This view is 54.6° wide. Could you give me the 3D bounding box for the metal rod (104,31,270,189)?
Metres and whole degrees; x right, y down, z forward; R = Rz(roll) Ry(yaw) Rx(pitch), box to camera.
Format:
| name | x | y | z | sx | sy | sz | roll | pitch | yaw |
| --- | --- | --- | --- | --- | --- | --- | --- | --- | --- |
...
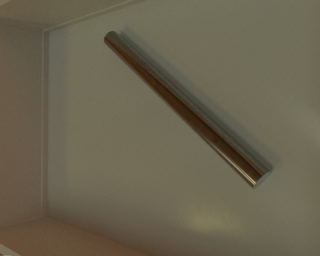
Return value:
| name | x | y | z | sx | sy | sz | roll | pitch | yaw |
| --- | --- | --- | --- | --- | --- | --- | --- | --- | --- |
| metal rod | 0.016 | -0.040 | 0.394 | 0.300 | 0.025 | 0.025 | 47 | 118 | 30 |
